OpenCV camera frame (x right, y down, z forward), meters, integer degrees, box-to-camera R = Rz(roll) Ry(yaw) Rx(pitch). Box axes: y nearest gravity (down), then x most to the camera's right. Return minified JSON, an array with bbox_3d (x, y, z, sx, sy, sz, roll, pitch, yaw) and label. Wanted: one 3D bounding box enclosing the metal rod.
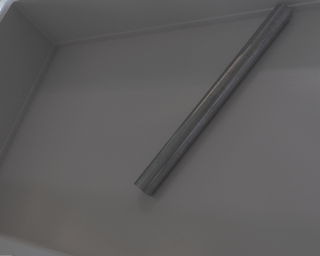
[{"bbox_3d":[0.072,-0.041,0.393,0.025,0.025,0.300,33,80,38],"label":"metal rod"}]
